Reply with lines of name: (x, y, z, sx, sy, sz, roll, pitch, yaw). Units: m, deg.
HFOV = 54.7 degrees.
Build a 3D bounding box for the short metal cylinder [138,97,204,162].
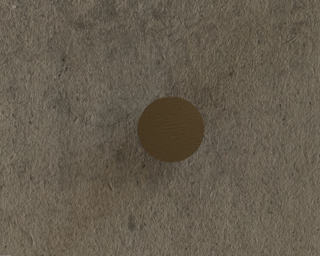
short metal cylinder: (0.013, 0.002, 0.399, 0.081, 0.050, 0.079, 0, 90, -1)
